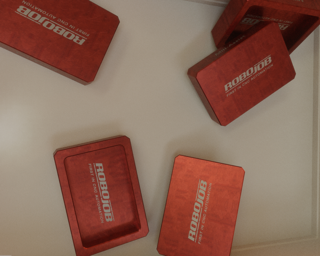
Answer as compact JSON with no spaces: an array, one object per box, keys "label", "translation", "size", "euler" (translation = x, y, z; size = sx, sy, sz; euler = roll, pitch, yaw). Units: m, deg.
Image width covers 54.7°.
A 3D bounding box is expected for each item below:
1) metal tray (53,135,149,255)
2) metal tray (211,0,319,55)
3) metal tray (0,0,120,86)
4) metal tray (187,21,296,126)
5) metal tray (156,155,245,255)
[{"label":"metal tray","translation":[-0.072,0.080,0.382],"size":[0.091,0.030,0.129],"euler":[-13,95,-20]},{"label":"metal tray","translation":[0.150,-0.145,0.431],"size":[0.131,0.090,0.030],"euler":[1,62,-21]},{"label":"metal tray","translation":[-0.125,-0.118,0.362],"size":[0.131,0.030,0.090],"euler":[24,82,-19]},{"label":"metal tray","translation":[0.114,-0.074,0.426],"size":[0.130,0.030,0.090],"euler":[-34,116,-4]},{"label":"metal tray","translation":[0.054,0.107,0.403],"size":[0.090,0.030,0.129],"euler":[10,85,15]}]
